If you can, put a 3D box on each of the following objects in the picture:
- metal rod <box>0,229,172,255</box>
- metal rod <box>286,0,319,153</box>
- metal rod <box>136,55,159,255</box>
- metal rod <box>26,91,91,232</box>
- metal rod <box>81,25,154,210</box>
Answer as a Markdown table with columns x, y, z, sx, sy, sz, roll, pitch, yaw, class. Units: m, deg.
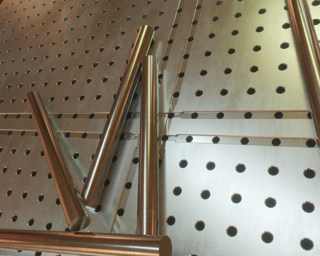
| x | y | z | sx | sy | sz | roll | pitch | yaw | class |
| --- | --- | --- | --- | --- | --- | --- | --- | --- | --- |
| -0.124 | 0.136 | 0.369 | 0.300 | 0.025 | 0.025 | -9 | 58 | 29 | metal rod |
| 0.178 | -0.088 | 0.368 | 0.025 | 0.025 | 0.299 | -10 | 57 | 22 | metal rod |
| -0.014 | 0.024 | 0.399 | 0.025 | 0.025 | 0.299 | -14 | 56 | 20 | metal rod |
| -0.160 | 0.026 | 0.455 | 0.025 | 0.025 | 0.300 | -40 | 46 | 0 | metal rod |
| -0.057 | -0.031 | 0.455 | 0.025 | 0.025 | 0.300 | 1 | 62 | 28 | metal rod |
